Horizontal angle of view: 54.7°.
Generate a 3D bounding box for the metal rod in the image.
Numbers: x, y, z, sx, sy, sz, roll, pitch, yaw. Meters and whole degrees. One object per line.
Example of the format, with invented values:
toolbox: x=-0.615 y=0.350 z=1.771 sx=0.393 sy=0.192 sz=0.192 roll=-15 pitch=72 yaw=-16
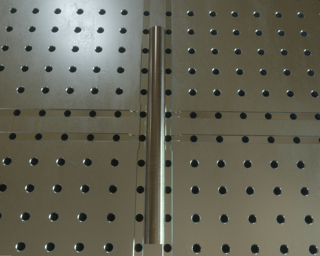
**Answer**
metal rod: x=-0.005 y=-0.005 z=0.413 sx=0.025 sy=0.025 sz=0.299 roll=0 pitch=70 yaw=0
